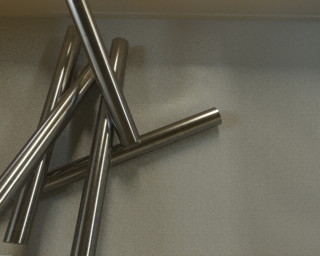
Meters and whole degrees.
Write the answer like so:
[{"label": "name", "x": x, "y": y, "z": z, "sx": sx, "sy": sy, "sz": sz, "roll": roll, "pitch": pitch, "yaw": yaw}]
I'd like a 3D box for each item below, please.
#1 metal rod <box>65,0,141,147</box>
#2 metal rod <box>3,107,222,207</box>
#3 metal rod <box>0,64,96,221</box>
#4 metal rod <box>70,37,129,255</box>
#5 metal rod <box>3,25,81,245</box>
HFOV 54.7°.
[{"label": "metal rod", "x": -0.088, "y": -0.121, "z": 0.368, "sx": 0.025, "sy": 0.025, "sz": 0.298, "roll": -21, "pitch": 94, "yaw": -8}, {"label": "metal rod", "x": -0.062, "y": 0.037, "z": 0.395, "sx": 0.302, "sy": 0.025, "sz": 0.025, "roll": -21, "pitch": 72, "yaw": -8}, {"label": "metal rod", "x": -0.132, "y": 0.012, "z": 0.352, "sx": 0.025, "sy": 0.025, "sz": 0.301, "roll": 19, "pitch": 52, "yaw": 6}, {"label": "metal rod", "x": -0.069, "y": 0.007, "z": 0.382, "sx": 0.025, "sy": 0.025, "sz": 0.299, "roll": 4, "pitch": 61, "yaw": 1}, {"label": "metal rod", "x": -0.139, "y": -0.011, "z": 0.394, "sx": 0.025, "sy": 0.025, "sz": 0.299, "roll": 5, "pitch": 63, "yaw": 1}]
